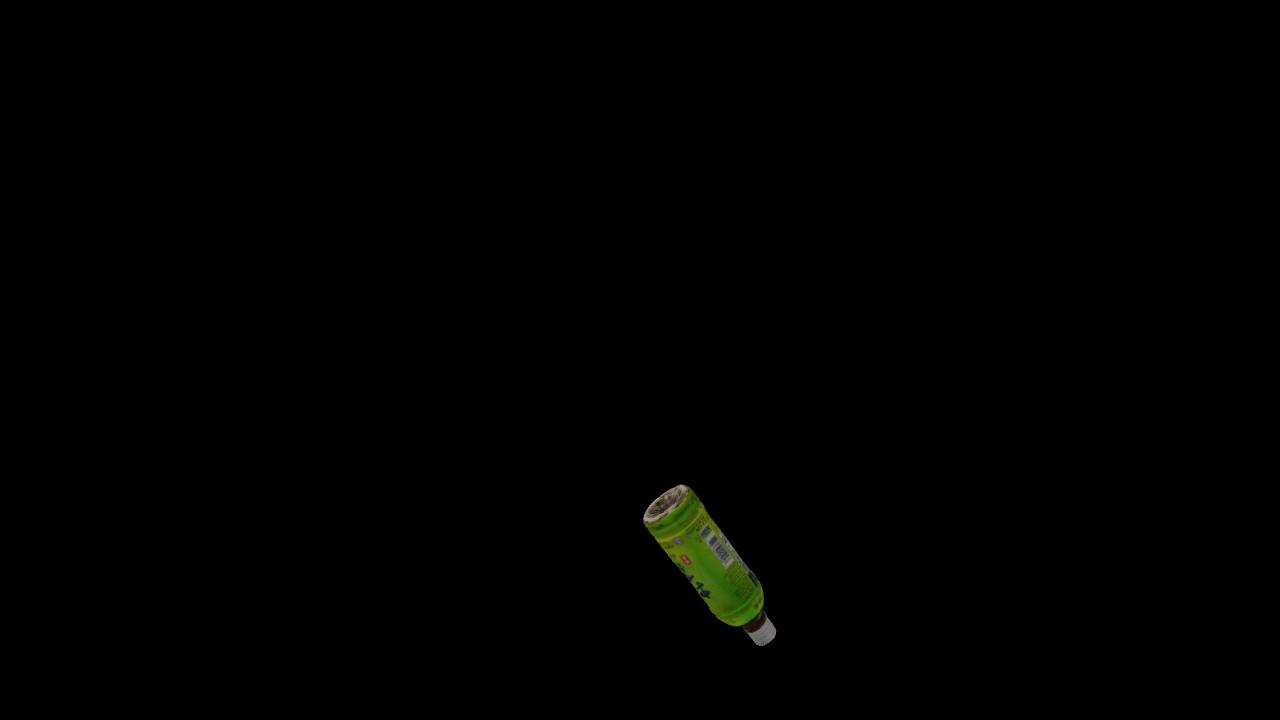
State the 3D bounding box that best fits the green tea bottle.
[{"bbox_3d":[0.091,0.249,0.729,0.073,0.212,0.073,-37,5,4],"label":"green tea bottle"}]
